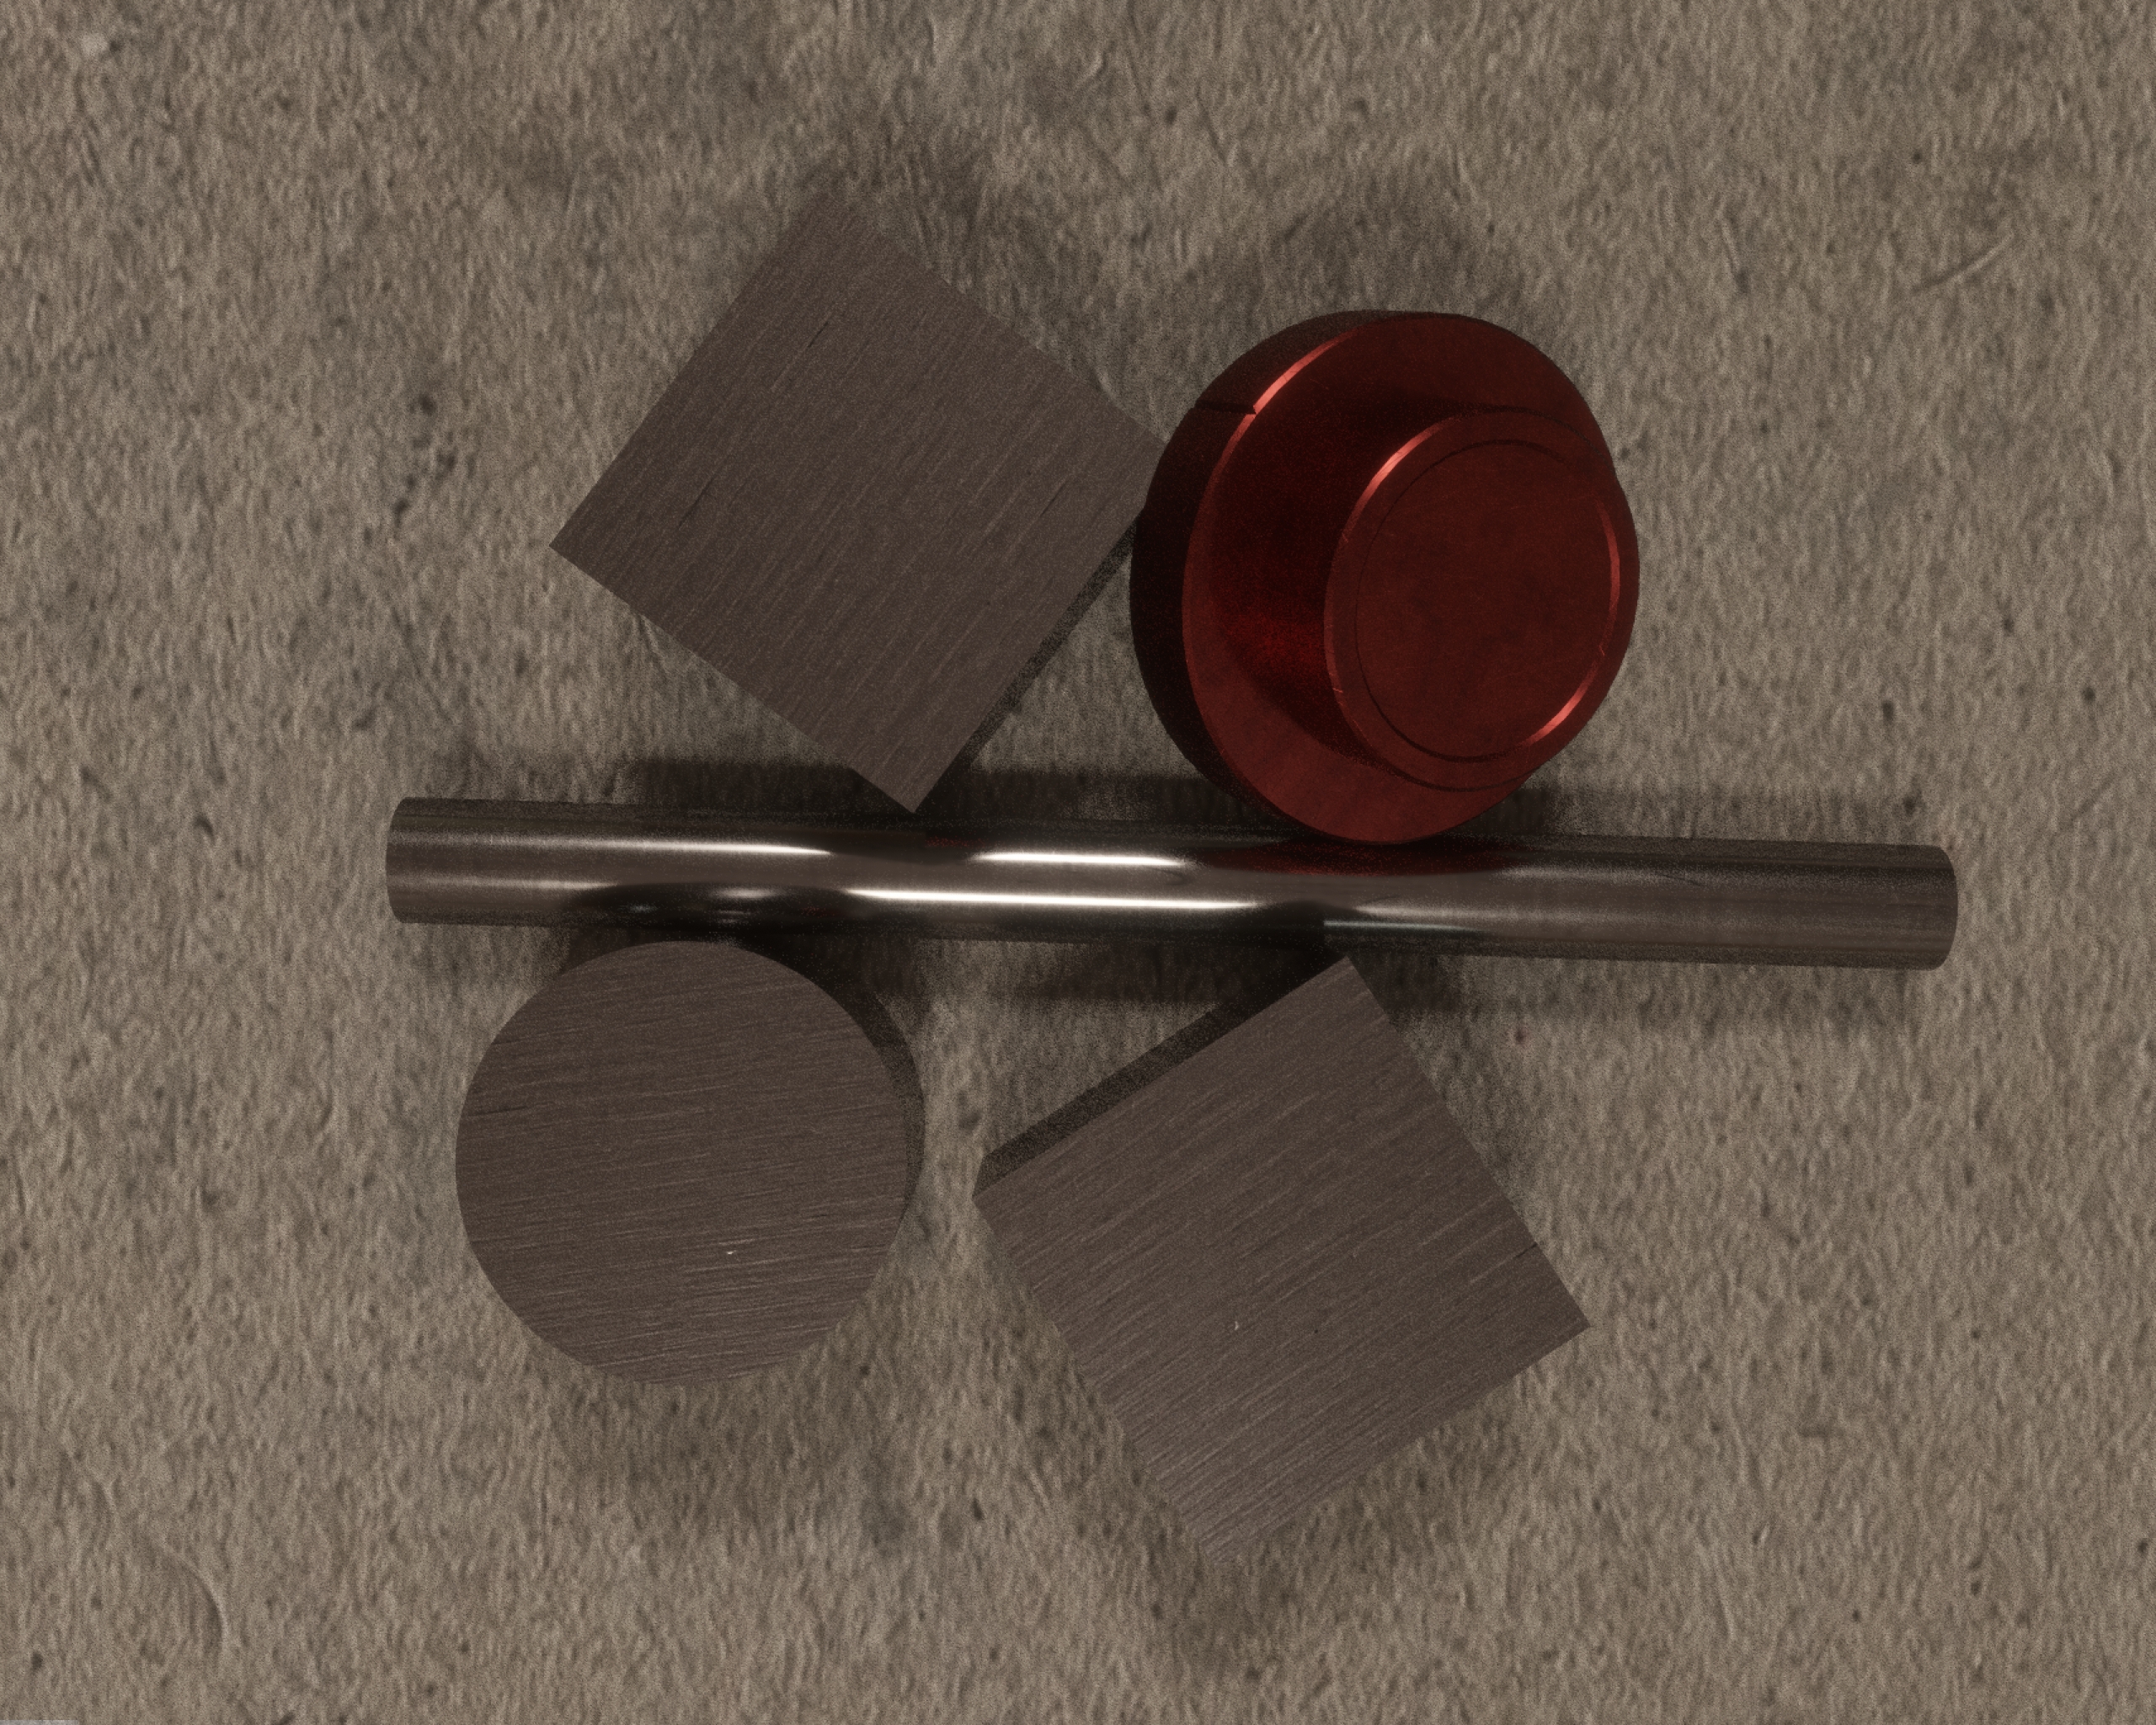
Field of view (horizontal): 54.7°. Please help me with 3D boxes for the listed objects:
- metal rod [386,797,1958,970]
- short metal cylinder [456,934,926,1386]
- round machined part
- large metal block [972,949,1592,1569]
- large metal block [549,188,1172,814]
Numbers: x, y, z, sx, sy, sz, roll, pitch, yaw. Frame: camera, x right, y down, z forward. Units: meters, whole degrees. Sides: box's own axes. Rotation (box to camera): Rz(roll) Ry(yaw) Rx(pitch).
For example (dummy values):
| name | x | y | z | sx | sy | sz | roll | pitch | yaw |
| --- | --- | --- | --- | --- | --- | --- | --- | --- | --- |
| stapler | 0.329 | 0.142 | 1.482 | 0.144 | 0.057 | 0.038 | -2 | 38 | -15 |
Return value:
| name | x | y | z | sx | sy | sz | roll | pitch | yaw |
| --- | --- | --- | --- | --- | --- | --- | --- | --- | --- |
| metal rod | 0.019 | 0.004 | 0.412 | 0.302 | 0.025 | 0.025 | 2 | 90 | -1 |
| short metal cylinder | -0.071 | 0.054 | 0.398 | 0.081 | 0.050 | 0.079 | 0 | 90 | -1 |
| round machined part | 0.062 | -0.050 | 0.380 | 0.099 | 0.042 | 0.097 | -8 | 108 | -26 |
| large metal block | 0.037 | 0.072 | 0.399 | 0.080 | 0.050 | 0.080 | -33 | 90 | 0 |
| large metal block | -0.038 | -0.065 | 0.396 | 0.080 | 0.050 | 0.080 | 37 | 90 | -1 |
